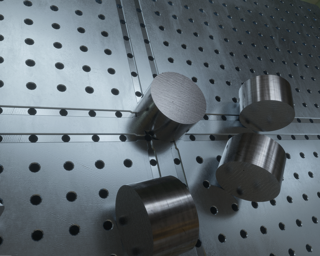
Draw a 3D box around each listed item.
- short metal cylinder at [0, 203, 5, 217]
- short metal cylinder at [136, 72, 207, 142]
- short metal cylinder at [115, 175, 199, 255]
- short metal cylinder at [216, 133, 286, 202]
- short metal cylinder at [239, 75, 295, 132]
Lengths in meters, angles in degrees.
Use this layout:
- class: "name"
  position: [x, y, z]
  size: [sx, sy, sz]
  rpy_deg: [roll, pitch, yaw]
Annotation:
- class: "short metal cylinder"
  position: [-0.170, 0.075, 0.235]
  size: [0.050, 0.080, 0.080]
  rpy_deg: [40, 51, -1]
- class: "short metal cylinder"
  position: [0.015, -0.028, 0.417]
  size: [0.081, 0.050, 0.080]
  rpy_deg: [14, 56, -21]
- class: "short metal cylinder"
  position: [-0.005, 0.092, 0.313]
  size: [0.050, 0.080, 0.080]
  rpy_deg: [-7, 66, -31]
- class: "short metal cylinder"
  position: [0.119, 0.052, 0.405]
  size: [0.080, 0.080, 0.050]
  rpy_deg: [35, 51, -6]
- class: "short metal cylinder"
  position: [0.165, -0.037, 0.484]
  size: [0.080, 0.080, 0.050]
  rpy_deg: [20, 54, -17]
